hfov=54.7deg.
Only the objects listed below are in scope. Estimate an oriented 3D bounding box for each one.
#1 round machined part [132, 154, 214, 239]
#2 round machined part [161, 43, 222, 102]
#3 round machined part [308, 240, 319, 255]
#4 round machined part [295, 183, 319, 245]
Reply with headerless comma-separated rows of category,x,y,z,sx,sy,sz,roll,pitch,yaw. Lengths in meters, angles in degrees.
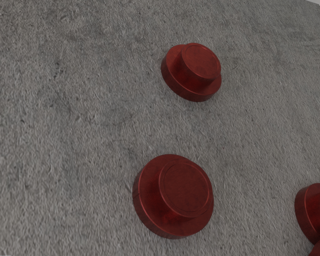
round machined part,0.021,0.074,0.359,0.099,0.042,0.098,14,56,-21
round machined part,0.055,-0.092,0.478,0.099,0.042,0.098,14,56,-21
round machined part,0.225,0.187,0.391,0.099,0.042,0.098,7,70,-19
round machined part,0.250,0.126,0.450,0.099,0.042,0.098,14,56,-21
